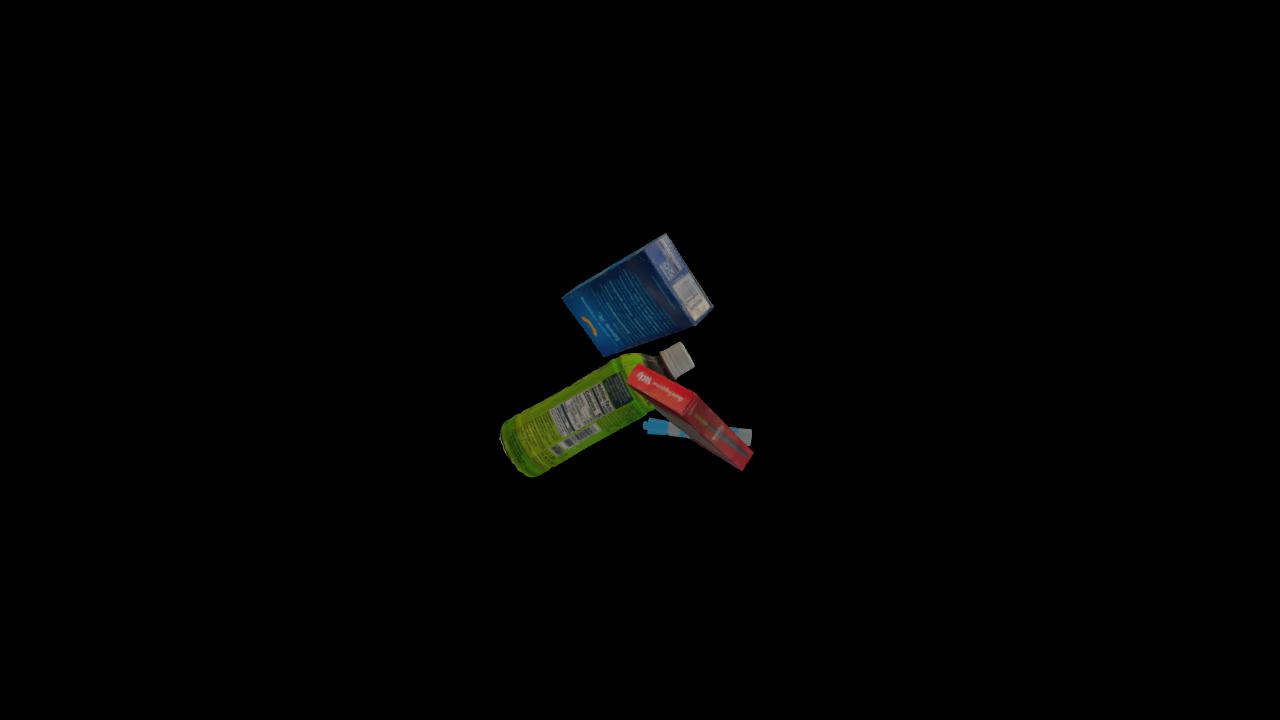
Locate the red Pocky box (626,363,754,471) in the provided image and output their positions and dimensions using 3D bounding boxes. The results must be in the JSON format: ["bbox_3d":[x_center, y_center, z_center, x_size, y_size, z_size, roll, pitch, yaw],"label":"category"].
[{"bbox_3d":[0.055,0.061,0.636,0.083,0.028,0.155,30,-9,41],"label":"red Pocky box"}]

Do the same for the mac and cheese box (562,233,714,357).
[{"bbox_3d":[-0.009,-0.063,0.675,0.041,0.093,0.184,-44,15,-31],"label":"mac and cheese box"}]

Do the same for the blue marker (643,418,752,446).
[{"bbox_3d":[0.063,0.080,0.687,0.121,0.020,0.020,6,1,6],"label":"blue marker"}]

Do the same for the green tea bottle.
[{"bbox_3d":[-0.041,0.046,0.641,0.212,0.073,0.073,-28,-5,9],"label":"green tea bottle"}]
